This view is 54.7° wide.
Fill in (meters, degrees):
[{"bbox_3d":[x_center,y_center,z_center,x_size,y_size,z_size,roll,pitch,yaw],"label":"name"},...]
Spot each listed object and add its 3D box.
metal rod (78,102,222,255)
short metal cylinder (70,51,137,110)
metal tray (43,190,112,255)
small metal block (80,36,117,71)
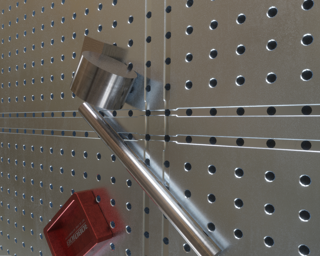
[{"bbox_3d":[-0.030,0.058,0.431,0.300,0.025,0.025,45,117,30],"label":"metal rod"},{"bbox_3d":[-0.079,-0.067,0.437,0.080,0.081,0.050,41,115,32],"label":"short metal cylinder"},{"bbox_3d":[-0.142,0.176,0.519,0.129,0.030,0.090,-47,62,29],"label":"metal tray"},{"bbox_3d":[-0.100,-0.113,0.489,0.050,0.025,0.050,29,108,36],"label":"small metal block"}]
